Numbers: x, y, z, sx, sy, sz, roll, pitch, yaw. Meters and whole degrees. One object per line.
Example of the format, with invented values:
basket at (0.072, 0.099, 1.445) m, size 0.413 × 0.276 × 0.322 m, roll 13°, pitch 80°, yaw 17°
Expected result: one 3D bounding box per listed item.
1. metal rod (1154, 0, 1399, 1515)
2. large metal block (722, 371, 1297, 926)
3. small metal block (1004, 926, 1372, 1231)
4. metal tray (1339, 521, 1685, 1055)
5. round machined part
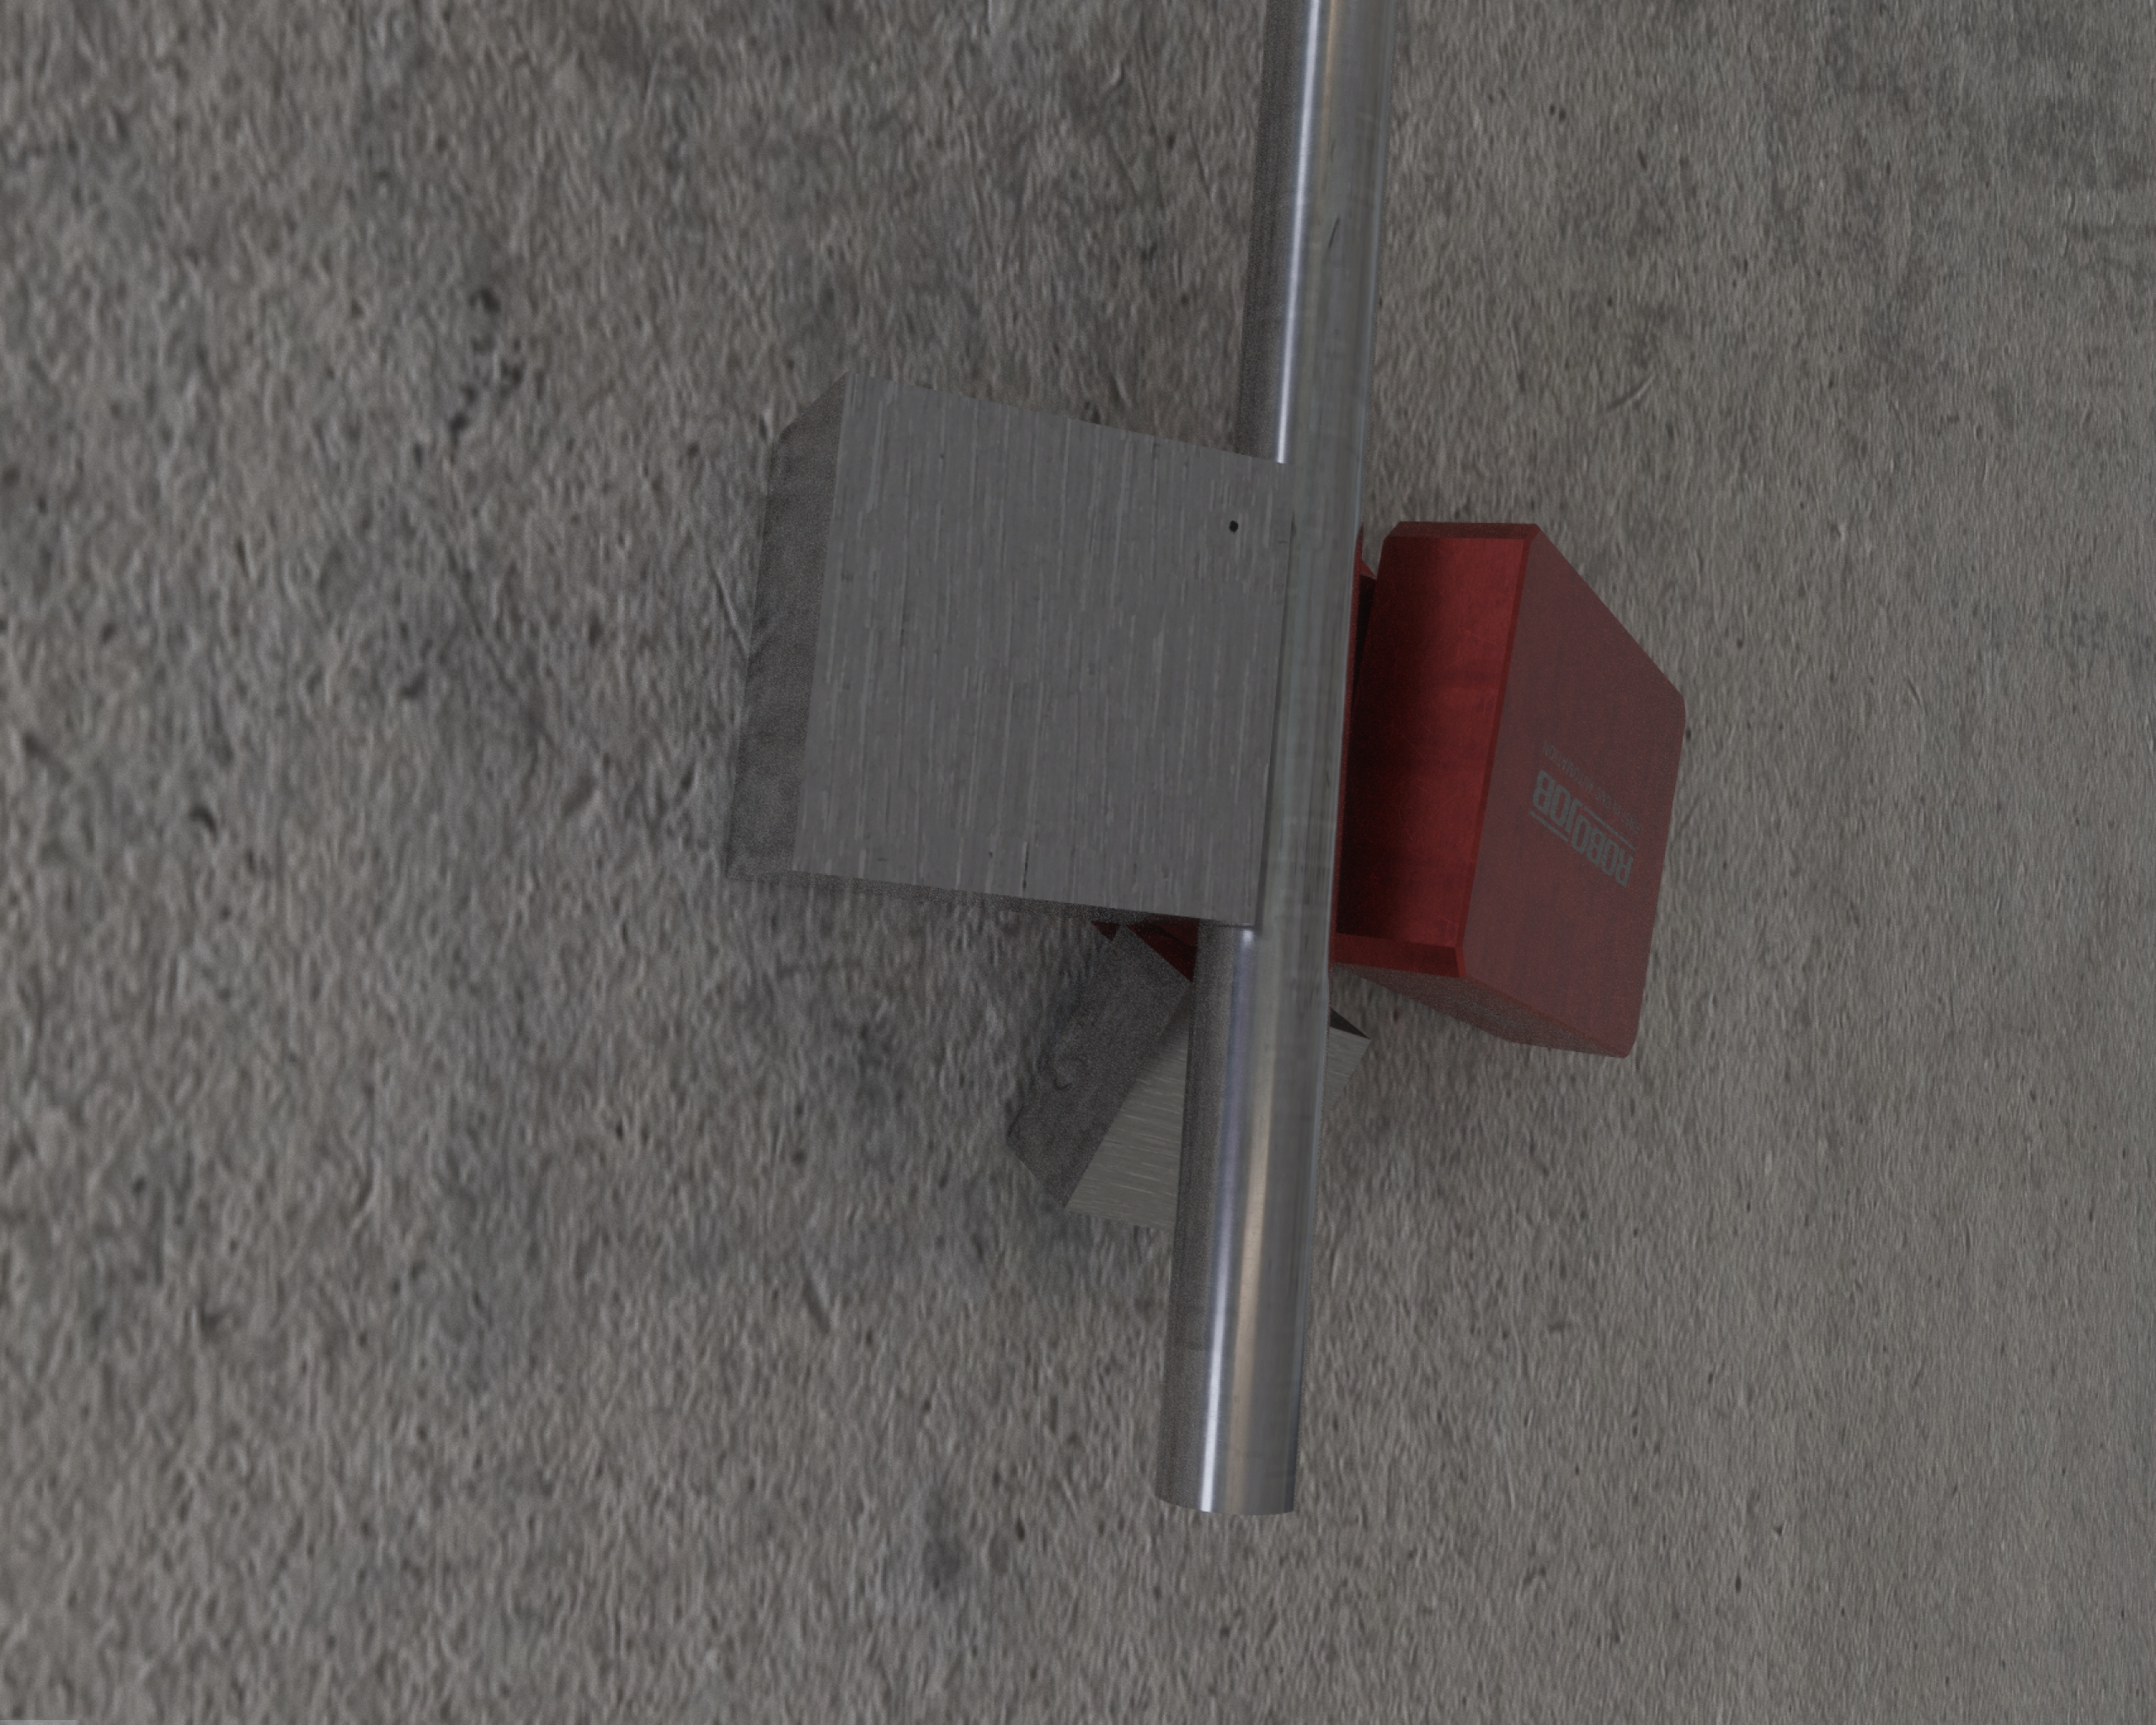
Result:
metal rod at (0.038, -0.036, 0.383) m, size 0.025 × 0.025 × 0.298 m, roll 10°, pitch 82°, yaw -40°
large metal block at (-0.013, -0.033, 0.365) m, size 0.081 × 0.050 × 0.080 m, roll 7°, pitch 85°, yaw -22°
small metal block at (0.022, 0.045, 0.412) m, size 0.050 × 0.025 × 0.050 m, roll 20°, pitch 103°, yaw -38°
metal tray at (0.097, -0.011, 0.455) m, size 0.130 × 0.030 × 0.090 m, roll 24°, pitch 75°, yaw -59°
round machined part at (0.040, -0.025, 0.428) m, size 0.099 × 0.042 × 0.097 m, roll 0°, pitch 90°, yaw -40°
